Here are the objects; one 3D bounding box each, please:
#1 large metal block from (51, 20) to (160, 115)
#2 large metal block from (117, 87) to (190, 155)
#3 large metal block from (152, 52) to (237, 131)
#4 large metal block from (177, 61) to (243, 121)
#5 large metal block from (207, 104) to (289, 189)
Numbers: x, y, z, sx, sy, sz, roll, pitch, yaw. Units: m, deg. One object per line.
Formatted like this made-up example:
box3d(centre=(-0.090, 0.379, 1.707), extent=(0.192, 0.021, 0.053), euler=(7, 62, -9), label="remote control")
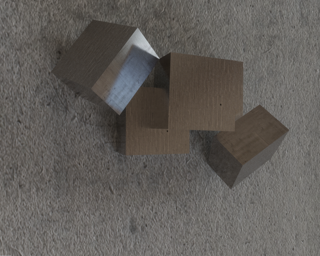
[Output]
box3d(centre=(-0.062, -0.071, 0.351), extent=(0.080, 0.080, 0.050), euler=(-56, 140, -12), label="large metal block")
box3d(centre=(-0.010, -0.008, 0.392), extent=(0.081, 0.050, 0.079), euler=(0, 90, -21), label="large metal block")
box3d(centre=(0.039, -0.037, 0.357), extent=(0.081, 0.050, 0.079), euler=(2, 89, -20), label="large metal block")
box3d(centre=(0.065, -0.049, 0.423), extent=(0.081, 0.050, 0.079), euler=(0, 90, -21), label="large metal block")
box3d(centre=(0.115, 0.027, 0.418), extent=(0.080, 0.080, 0.050), euler=(-33, 63, -17), label="large metal block")
